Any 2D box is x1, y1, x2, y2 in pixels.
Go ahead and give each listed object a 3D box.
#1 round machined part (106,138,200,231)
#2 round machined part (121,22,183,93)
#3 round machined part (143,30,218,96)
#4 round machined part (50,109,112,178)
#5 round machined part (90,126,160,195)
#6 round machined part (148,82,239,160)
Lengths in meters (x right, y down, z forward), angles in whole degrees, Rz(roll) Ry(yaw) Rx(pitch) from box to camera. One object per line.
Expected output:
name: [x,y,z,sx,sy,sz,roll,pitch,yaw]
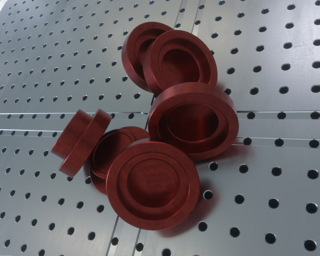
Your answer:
round machined part: [-0.007,0.059,0.344,0.098,0.098,0.042,-34,7,6]
round machined part: [-0.008,-0.095,0.437,0.042,0.098,0.098,-23,43,60]
round machined part: [0.022,-0.072,0.400,0.042,0.098,0.098,-23,43,60]
round machined part: [-0.109,0.014,0.414,0.098,0.042,0.098,-52,13,18]
round machined part: [-0.051,0.040,0.401,0.098,0.042,0.098,-13,56,21]
round machined part: [0.037,-0.012,0.353,0.098,0.098,0.042,-17,37,19]
